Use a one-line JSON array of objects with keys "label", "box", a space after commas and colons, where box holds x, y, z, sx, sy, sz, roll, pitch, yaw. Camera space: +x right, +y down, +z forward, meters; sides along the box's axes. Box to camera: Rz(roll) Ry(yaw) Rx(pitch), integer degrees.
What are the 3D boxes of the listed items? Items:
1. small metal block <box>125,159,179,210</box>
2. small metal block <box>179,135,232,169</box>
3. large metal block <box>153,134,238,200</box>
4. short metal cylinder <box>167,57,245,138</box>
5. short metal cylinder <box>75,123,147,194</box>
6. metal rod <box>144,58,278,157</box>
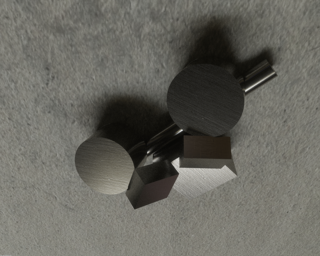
[{"label": "small metal block", "box": [-0.010, 0.070, 0.387, 0.050, 0.025, 0.050, -12, 139, -34]}, {"label": "small metal block", "box": [0.049, 0.028, 0.352, 0.050, 0.025, 0.050, 2, 161, -2]}, {"label": "large metal block", "box": [0.047, 0.046, 0.430, 0.080, 0.050, 0.080, -34, 123, 25]}, {"label": "short metal cylinder", "box": [0.053, -0.036, 0.343, 0.080, 0.050, 0.079, 6, 112, 14]}, {"label": "short metal cylinder", "box": [-0.063, 0.039, 0.407, 0.080, 0.050, 0.079, 6, 112, 14]}, {"label": "metal rod", "box": [0.014, 0.006, 0.413, 0.299, 0.025, 0.025, -34, 123, 25]}]
